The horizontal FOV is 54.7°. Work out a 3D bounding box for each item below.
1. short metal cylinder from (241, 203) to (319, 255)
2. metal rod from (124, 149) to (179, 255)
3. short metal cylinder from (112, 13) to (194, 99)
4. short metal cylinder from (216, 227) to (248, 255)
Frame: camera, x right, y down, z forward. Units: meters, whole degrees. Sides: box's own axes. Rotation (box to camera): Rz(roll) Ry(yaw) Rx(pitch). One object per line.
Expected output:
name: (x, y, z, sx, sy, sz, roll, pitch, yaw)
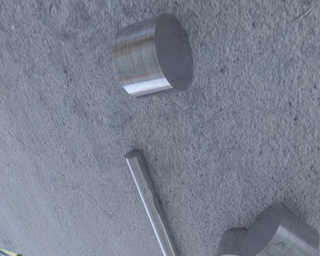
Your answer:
short metal cylinder: (0.146, 0.141, 0.381, 0.050, 0.080, 0.079, 36, 129, 4)
metal rod: (0.003, 0.168, 0.509, 0.025, 0.025, 0.298, -4, 117, 30)
short metal cylinder: (-0.005, -0.074, 0.328, 0.050, 0.080, 0.080, -7, 115, 31)
short metal cylinder: (0.121, 0.191, 0.445, 0.080, 0.050, 0.079, 13, 124, 21)
